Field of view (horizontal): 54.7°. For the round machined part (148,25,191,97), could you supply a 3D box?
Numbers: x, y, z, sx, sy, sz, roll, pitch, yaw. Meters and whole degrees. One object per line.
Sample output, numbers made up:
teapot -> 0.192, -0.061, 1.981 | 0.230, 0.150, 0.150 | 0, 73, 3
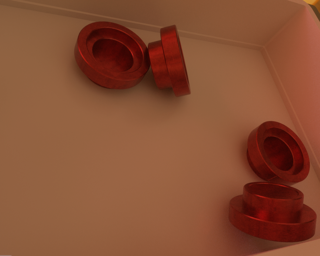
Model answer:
round machined part -> 0.012, -0.091, 0.435 | 0.042, 0.098, 0.098 | -12, 62, 9

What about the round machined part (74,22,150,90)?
round machined part -> -0.066, -0.092, 0.417 | 0.099, 0.042, 0.098 | 14, 56, -21

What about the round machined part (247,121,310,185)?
round machined part -> 0.170, 0.042, 0.464 | 0.099, 0.042, 0.098 | 14, 56, -21

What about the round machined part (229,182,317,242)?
round machined part -> 0.134, 0.094, 0.372 | 0.099, 0.098, 0.042 | -1, 98, -29
